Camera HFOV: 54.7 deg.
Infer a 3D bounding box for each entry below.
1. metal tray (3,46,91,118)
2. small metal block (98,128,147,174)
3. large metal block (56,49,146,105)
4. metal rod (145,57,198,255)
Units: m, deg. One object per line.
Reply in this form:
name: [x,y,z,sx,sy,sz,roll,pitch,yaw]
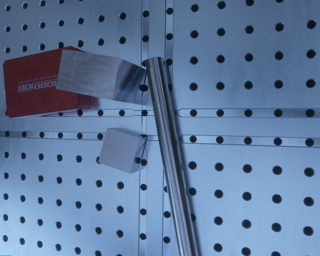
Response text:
metal tray: [-0.173,-0.066,0.469,0.130,0.030,0.089,-6,88,19]
small metal block: [-0.052,0.030,0.430,0.050,0.025,0.050,17,95,18]
large metal block: [-0.074,-0.065,0.408,0.080,0.080,0.050,13,94,19]
metal rod: [0.018,0.056,0.405,0.025,0.025,0.298,-11,86,19]
